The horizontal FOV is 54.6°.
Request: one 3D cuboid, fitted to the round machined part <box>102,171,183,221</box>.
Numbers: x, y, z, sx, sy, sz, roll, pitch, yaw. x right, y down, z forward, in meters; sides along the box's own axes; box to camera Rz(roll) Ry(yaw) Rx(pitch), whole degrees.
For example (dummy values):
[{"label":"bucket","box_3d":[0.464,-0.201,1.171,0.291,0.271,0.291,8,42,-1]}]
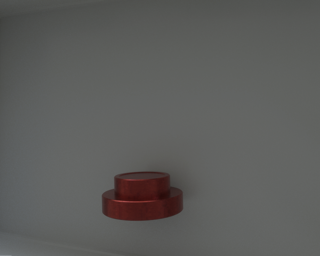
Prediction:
[{"label":"round machined part","box_3d":[-0.021,0.078,0.380,0.098,0.098,0.042,-2,90,20]}]
